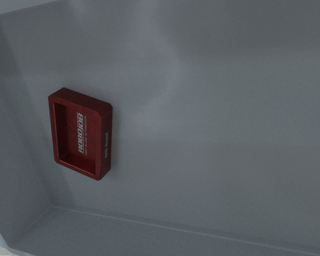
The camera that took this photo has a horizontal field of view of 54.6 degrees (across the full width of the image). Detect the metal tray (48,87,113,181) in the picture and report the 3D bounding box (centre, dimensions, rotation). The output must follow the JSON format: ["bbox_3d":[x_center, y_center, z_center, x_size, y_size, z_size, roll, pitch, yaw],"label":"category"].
[{"bbox_3d":[-0.121,0.012,0.477,0.090,0.030,0.129,20,126,16],"label":"metal tray"}]
